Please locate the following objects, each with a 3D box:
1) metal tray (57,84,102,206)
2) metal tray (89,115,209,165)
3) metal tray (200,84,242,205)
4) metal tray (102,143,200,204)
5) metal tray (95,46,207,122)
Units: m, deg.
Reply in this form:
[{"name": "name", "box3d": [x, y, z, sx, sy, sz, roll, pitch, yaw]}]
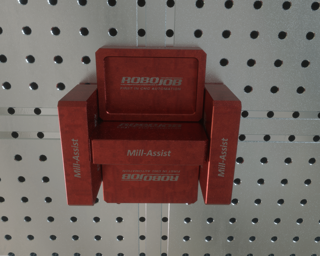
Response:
[{"name": "metal tray", "box3d": [-0.093, 0.018, 0.383, 0.030, 0.090, 0.129, 1, 110, -1]}, {"name": "metal tray", "box3d": [-0.012, 0.012, 0.381, 0.131, 0.090, 0.030, 1, 110, -1]}, {"name": "metal tray", "box3d": [0.069, 0.018, 0.386, 0.030, 0.090, 0.129, 1, 110, -1]}, {"name": "metal tray", "box3d": [-0.013, 0.059, 0.431, 0.131, 0.030, 0.089, 1, 110, -1]}, {"name": "metal tray", "box3d": [-0.011, -0.055, 0.390, 0.131, 0.030, 0.089, 1, 110, -1]}]
